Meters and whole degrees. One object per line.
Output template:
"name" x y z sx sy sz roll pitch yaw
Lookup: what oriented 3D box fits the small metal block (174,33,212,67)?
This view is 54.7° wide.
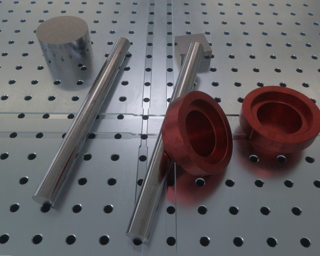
"small metal block" 0.054 -0.131 0.518 0.050 0.025 0.050 -8 51 -7

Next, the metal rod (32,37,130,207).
"metal rod" -0.095 -0.032 0.433 0.025 0.025 0.300 10 51 8

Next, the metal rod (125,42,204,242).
"metal rod" 0.016 -0.006 0.398 0.025 0.025 0.300 12 55 10

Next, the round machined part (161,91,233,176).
"round machined part" 0.040 0.009 0.367 0.042 0.098 0.098 -20 34 43

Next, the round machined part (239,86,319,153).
"round machined part" 0.152 -0.007 0.403 0.099 0.042 0.098 0 50 0

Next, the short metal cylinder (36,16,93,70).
"short metal cylinder" -0.154 -0.140 0.508 0.080 0.050 0.080 0 50 0
